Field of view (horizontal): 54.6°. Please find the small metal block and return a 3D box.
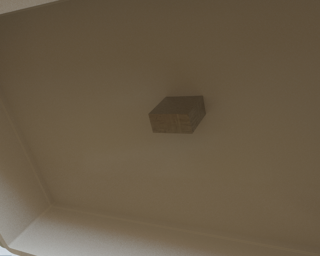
[{"bbox_3d":[0.022,-0.017,0.371,0.050,0.050,0.025,1,119,28],"label":"small metal block"}]
